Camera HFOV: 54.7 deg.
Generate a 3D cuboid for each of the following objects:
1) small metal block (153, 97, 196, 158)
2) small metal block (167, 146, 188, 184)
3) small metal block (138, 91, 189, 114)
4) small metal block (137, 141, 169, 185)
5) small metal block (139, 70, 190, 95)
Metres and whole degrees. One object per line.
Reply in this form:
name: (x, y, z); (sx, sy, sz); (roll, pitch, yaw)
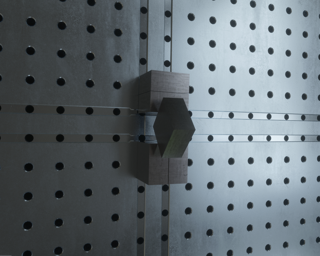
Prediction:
small metal block: (0.015, 0.000, 0.362); (0.025, 0.050, 0.050); (1, 48, -20)
small metal block: (0.014, 0.044, 0.404); (0.025, 0.050, 0.050); (2, 90, -20)
small metal block: (0.003, -0.031, 0.401); (0.050, 0.050, 0.025); (2, 90, -20)
small metal block: (-0.010, 0.043, 0.396); (0.025, 0.050, 0.050); (2, 90, -20)
small metal block: (0.004, -0.056, 0.401); (0.050, 0.050, 0.025); (2, 90, -20)
